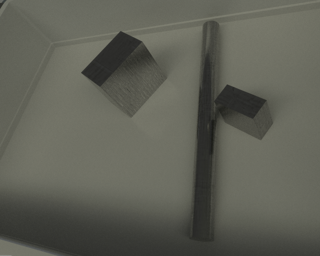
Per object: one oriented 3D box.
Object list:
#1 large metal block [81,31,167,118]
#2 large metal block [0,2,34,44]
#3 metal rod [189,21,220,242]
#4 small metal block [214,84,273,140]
[{"bbox_3d":[-0.048,-0.074,0.440,0.080,0.080,0.050,-49,52,-6],"label":"large metal block"},{"bbox_3d":[-0.361,-0.247,0.729,0.080,0.050,0.080,12,68,33],"label":"large metal block"},{"bbox_3d":[0.059,-0.018,0.384,0.025,0.025,0.299,-7,59,24],"label":"metal rod"},{"bbox_3d":[0.095,-0.017,0.350,0.050,0.050,0.025,31,79,37],"label":"small metal block"}]
